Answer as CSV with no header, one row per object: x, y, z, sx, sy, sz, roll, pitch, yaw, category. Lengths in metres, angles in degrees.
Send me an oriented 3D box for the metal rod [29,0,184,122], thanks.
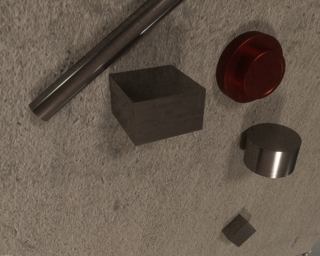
-0.016,-0.115,0.327,0.300,0.025,0.025,-41,130,0,metal rod

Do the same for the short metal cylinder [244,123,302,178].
0.177,0.034,0.492,0.081,0.080,0.050,-15,125,-20,short metal cylinder

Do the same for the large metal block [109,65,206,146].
-0.006,-0.030,0.351,0.081,0.080,0.050,-13,124,-22,large metal block

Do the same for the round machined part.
0.129,-0.078,0.421,0.099,0.042,0.097,-14,125,-21,round machined part

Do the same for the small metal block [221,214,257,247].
0.160,0.208,0.626,0.050,0.025,0.050,-44,130,2,small metal block
